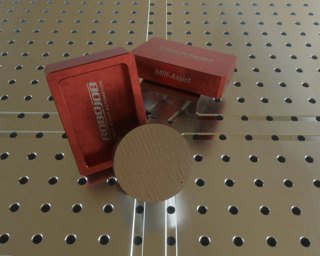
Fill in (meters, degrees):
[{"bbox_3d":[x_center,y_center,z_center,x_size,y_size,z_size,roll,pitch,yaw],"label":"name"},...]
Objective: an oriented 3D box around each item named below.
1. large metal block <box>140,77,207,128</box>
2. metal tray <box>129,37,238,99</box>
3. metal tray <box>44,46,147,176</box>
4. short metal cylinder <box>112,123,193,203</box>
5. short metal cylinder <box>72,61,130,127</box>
[{"bbox_3d":[0.024,-0.055,0.438,0.080,0.050,0.080,17,52,13],"label":"large metal block"},{"bbox_3d":[0.032,-0.087,0.427,0.130,0.030,0.090,17,34,14],"label":"metal tray"},{"bbox_3d":[-0.065,-0.017,0.351,0.091,0.129,0.030,-19,32,-15],"label":"metal tray"},{"bbox_3d":[-0.011,0.035,0.335,0.081,0.050,0.080,0,90,-12],"label":"short metal cylinder"},{"bbox_3d":[-0.073,-0.042,0.406,0.080,0.080,0.050,5,50,4],"label":"short metal cylinder"}]
